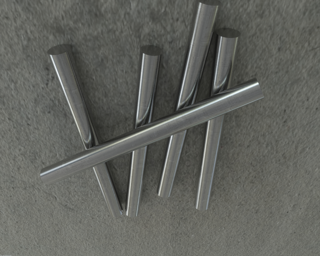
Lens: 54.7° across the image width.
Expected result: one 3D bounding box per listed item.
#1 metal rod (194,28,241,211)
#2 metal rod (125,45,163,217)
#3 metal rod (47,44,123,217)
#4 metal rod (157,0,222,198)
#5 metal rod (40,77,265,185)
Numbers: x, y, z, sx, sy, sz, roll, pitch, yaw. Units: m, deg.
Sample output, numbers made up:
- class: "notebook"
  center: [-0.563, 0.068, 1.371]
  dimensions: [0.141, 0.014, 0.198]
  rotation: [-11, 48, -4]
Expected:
- class: "metal rod"
  center: [0.070, 0.014, 0.420]
  dimensions: [0.025, 0.025, 0.298]
  rotation: [0, 130, -1]
- class: "metal rod"
  center: [-0.028, 0.028, 0.430]
  dimensions: [0.025, 0.025, 0.298]
  rotation: [5, 130, -5]
- class: "metal rod"
  center: [-0.091, 0.028, 0.429]
  dimensions: [0.025, 0.025, 0.298]
  rotation: [-5, 130, 4]
- class: "metal rod"
  center: [0.027, -0.011, 0.397]
  dimensions: [0.025, 0.025, 0.298]
  rotation: [6, 130, -5]
- class: "metal rod"
  center: [-0.023, 0.011, 0.382]
  dimensions: [0.300, 0.025, 0.025]
  rotation: [-23, 127, 17]
